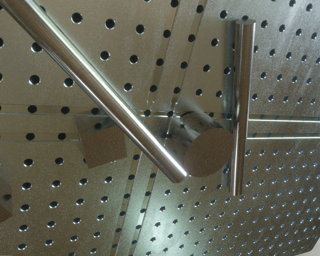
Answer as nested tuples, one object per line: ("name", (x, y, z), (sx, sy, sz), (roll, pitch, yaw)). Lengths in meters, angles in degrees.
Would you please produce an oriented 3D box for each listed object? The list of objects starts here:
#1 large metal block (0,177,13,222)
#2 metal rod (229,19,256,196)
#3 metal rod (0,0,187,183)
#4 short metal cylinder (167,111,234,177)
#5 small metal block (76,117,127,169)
("large metal block", (-0.217, 0.075, 0.323), (0.080, 0.050, 0.080), (-32, 129, -8))
("metal rod", (0.121, -0.010, 0.470), (0.025, 0.025, 0.298), (-19, 126, -18))
("metal rod", (-0.057, -0.032, 0.337), (0.025, 0.025, 0.300), (-41, 123, 0))
("short metal cylinder", (0.057, 0.023, 0.441), (0.081, 0.050, 0.079), (-14, 124, -21))
("small metal block", (-0.071, 0.017, 0.383), (0.050, 0.025, 0.050), (-17, 125, -19))
